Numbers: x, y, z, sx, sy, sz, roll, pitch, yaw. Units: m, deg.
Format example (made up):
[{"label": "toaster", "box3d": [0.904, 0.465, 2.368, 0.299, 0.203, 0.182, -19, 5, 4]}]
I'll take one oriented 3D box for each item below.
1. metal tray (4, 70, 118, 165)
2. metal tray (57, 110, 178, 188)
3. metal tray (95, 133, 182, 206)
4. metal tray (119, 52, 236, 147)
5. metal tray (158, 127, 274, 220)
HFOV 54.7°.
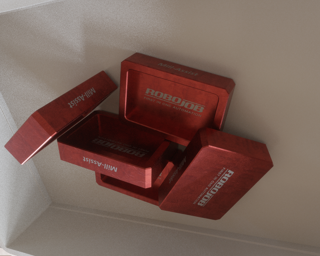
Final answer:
[{"label": "metal tray", "box3d": [-0.119, -0.016, 0.388, 0.090, 0.131, 0.030, -33, 100, 38]}, {"label": "metal tray", "box3d": [-0.053, 0.022, 0.403, 0.130, 0.090, 0.030, 15, 124, 19]}, {"label": "metal tray", "box3d": [-0.034, 0.060, 0.455, 0.130, 0.030, 0.089, 15, 125, 19]}, {"label": "metal tray", "box3d": [0.015, -0.030, 0.375, 0.130, 0.030, 0.089, 19, 126, 16]}, {"label": "metal tray", "box3d": [0.063, 0.062, 0.382, 0.091, 0.030, 0.129, 15, 131, -17]}]
